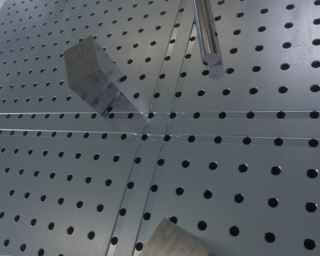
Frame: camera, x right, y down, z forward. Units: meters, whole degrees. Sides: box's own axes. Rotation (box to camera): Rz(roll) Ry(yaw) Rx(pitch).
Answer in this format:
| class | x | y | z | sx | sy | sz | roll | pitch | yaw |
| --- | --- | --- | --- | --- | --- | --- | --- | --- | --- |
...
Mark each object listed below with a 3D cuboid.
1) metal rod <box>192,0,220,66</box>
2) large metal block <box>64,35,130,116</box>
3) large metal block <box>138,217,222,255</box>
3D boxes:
| class | x | y | z | sx | sy | sz | roll | pitch | yaw |
| --- | --- | --- | --- | --- | --- | --- | --- | --- | --- |
| metal rod | 0.063 | -0.221 | 0.510 | 0.025 | 0.025 | 0.299 | -16 | 55 | 19 |
| large metal block | -0.096 | -0.078 | 0.472 | 0.050 | 0.080 | 0.080 | -29 | 52 | 10 |
| large metal block | 0.015 | 0.138 | 0.280 | 0.050 | 0.080 | 0.080 | 28 | 77 | 37 |
